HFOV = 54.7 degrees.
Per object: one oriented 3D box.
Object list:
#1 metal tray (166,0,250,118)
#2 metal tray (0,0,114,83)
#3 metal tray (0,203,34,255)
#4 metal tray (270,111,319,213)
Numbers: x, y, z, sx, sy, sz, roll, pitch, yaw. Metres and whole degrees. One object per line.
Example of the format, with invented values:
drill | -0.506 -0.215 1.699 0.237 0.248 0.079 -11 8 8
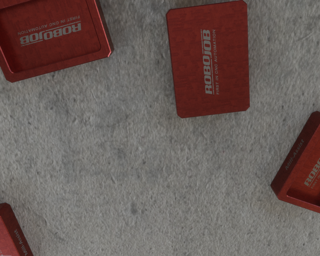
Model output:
metal tray | 0.059 -0.082 0.378 0.091 0.030 0.129 -7 110 2
metal tray | -0.130 -0.114 0.363 0.131 0.030 0.089 -14 110 4
metal tray | -0.254 0.183 0.470 0.090 0.030 0.129 -12 110 4
metal tray | 0.226 0.051 0.429 0.091 0.030 0.129 19 109 -8
